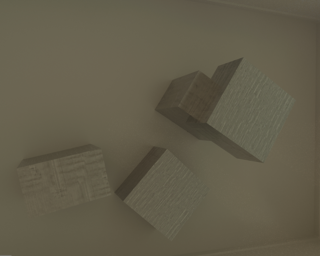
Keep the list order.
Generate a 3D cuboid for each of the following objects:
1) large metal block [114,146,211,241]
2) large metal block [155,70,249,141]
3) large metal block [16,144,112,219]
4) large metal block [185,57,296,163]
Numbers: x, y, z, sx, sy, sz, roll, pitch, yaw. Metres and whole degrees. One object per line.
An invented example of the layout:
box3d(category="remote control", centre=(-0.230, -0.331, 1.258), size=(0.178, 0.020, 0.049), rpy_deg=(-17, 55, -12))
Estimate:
box3d(category="large metal block", centre=(0.003, 0.081, 0.398), size=(0.080, 0.050, 0.080), rpy_deg=(44, 76, -15))
box3d(category="large metal block", centre=(0.051, -0.025, 0.400), size=(0.080, 0.080, 0.050), rpy_deg=(33, 79, -17))
box3d(category="large metal block", centre=(-0.106, 0.053, 0.342), size=(0.081, 0.080, 0.050), rpy_deg=(-13, 95, -20))
box3d(category="large metal block", centre=(0.089, -0.018, 0.345), size=(0.080, 0.050, 0.080), rpy_deg=(34, 79, -17))
